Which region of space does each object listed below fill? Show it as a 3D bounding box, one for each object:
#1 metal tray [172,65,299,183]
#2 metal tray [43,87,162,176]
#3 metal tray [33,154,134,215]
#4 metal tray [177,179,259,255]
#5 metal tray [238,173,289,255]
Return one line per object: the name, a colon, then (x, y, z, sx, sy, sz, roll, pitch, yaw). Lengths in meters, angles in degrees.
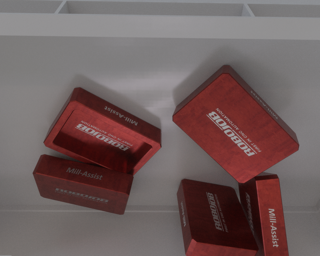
metal tray: (0.092, -0.001, 0.382, 0.130, 0.030, 0.090, 43, 119, -11)
metal tray: (-0.075, 0.013, 0.415, 0.131, 0.030, 0.090, 28, 125, -22)
metal tray: (-0.110, 0.086, 0.453, 0.131, 0.030, 0.089, 14, 145, -4)
metal tray: (0.077, 0.131, 0.449, 0.091, 0.130, 0.030, 12, 116, -9)
metal tray: (0.142, 0.128, 0.432, 0.030, 0.090, 0.129, -5, 85, -1)
